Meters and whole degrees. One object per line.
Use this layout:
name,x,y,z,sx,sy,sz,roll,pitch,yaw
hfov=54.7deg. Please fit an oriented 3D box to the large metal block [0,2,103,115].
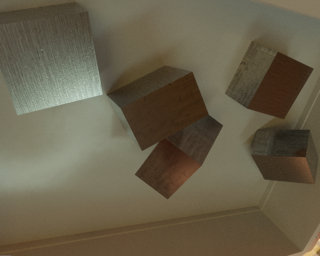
large metal block,-0.106,-0.068,0.293,0.081,0.050,0.079,-17,125,-19

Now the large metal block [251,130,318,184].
large metal block,0.205,0.046,0.504,0.080,0.080,0.050,51,51,-40

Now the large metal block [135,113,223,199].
large metal block,0.023,0.027,0.379,0.080,0.050,0.080,-55,178,43

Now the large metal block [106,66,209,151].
large metal block,-0.006,-0.027,0.346,0.080,0.080,0.050,-28,113,-10

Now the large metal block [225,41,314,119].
large metal block,0.152,-0.065,0.435,0.081,0.050,0.079,11,113,-33
